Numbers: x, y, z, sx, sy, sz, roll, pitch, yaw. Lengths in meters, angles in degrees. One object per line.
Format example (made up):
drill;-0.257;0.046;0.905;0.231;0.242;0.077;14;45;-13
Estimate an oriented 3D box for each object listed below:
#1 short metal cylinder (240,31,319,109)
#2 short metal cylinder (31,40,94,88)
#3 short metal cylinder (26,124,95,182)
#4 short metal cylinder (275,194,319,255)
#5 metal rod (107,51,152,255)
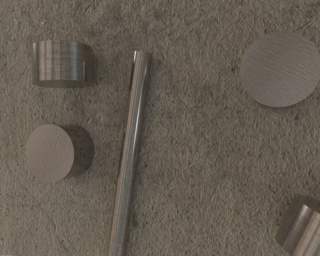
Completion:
short metal cylinder;0.134;-0.062;0.349;0.080;0.050;0.080;0;90;20
short metal cylinder;-0.133;-0.085;0.427;0.080;0.080;0.050;-2;90;20
short metal cylinder;-0.143;0.034;0.446;0.080;0.050;0.080;0;90;20
short metal cylinder;0.169;0.111;0.320;0.080;0.080;0.050;24;98;18
metal rod;-0.043;0.047;0.424;0.025;0.025;0.298;9;93;19
